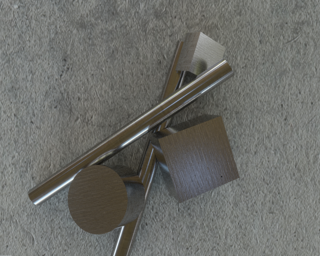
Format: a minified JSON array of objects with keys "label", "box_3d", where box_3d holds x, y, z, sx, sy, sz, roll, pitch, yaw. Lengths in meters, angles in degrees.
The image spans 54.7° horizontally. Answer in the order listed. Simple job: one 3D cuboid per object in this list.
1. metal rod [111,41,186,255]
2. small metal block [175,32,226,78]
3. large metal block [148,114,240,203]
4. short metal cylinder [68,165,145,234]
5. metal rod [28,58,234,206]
[{"label":"metal rod","box_3d":[-0.010,0.033,0.410,0.025,0.025,0.298,17,90,0]},{"label":"small metal block","box_3d":[0.053,-0.089,0.399,0.050,0.025,0.050,17,90,-40]},{"label":"large metal block","box_3d":[0.041,0.034,0.384,0.081,0.050,0.080,-20,99,-13]},{"label":"short metal cylinder","box_3d":[-0.065,0.086,0.385,0.080,0.050,0.080,-2,83,20]},{"label":"metal rod","box_3d":[-0.041,0.009,0.393,0.300,0.025,0.025,-34,90,6]}]
